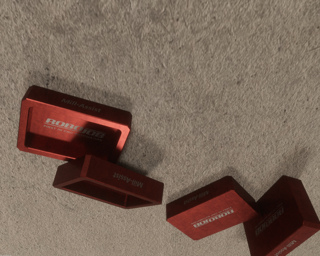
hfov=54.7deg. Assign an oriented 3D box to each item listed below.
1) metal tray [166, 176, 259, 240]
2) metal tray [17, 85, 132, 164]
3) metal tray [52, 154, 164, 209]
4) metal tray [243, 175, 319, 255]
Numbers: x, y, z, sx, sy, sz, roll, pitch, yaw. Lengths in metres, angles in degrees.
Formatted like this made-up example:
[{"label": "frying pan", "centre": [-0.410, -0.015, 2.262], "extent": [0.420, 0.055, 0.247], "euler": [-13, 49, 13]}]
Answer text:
[{"label": "metal tray", "centre": [0.087, 0.139, 0.524], "extent": [0.130, 0.030, 0.090], "euler": [-31, 124, 23]}, {"label": "metal tray", "centre": [-0.112, 0.004, 0.405], "extent": [0.131, 0.030, 0.089], "euler": [15, 128, -14]}, {"label": "metal tray", "centre": [-0.071, 0.081, 0.438], "extent": [0.131, 0.030, 0.090], "euler": [28, 147, -33]}, {"label": "metal tray", "centre": [0.186, 0.150, 0.495], "extent": [0.030, 0.090, 0.129], "euler": [17, 128, -14]}]
